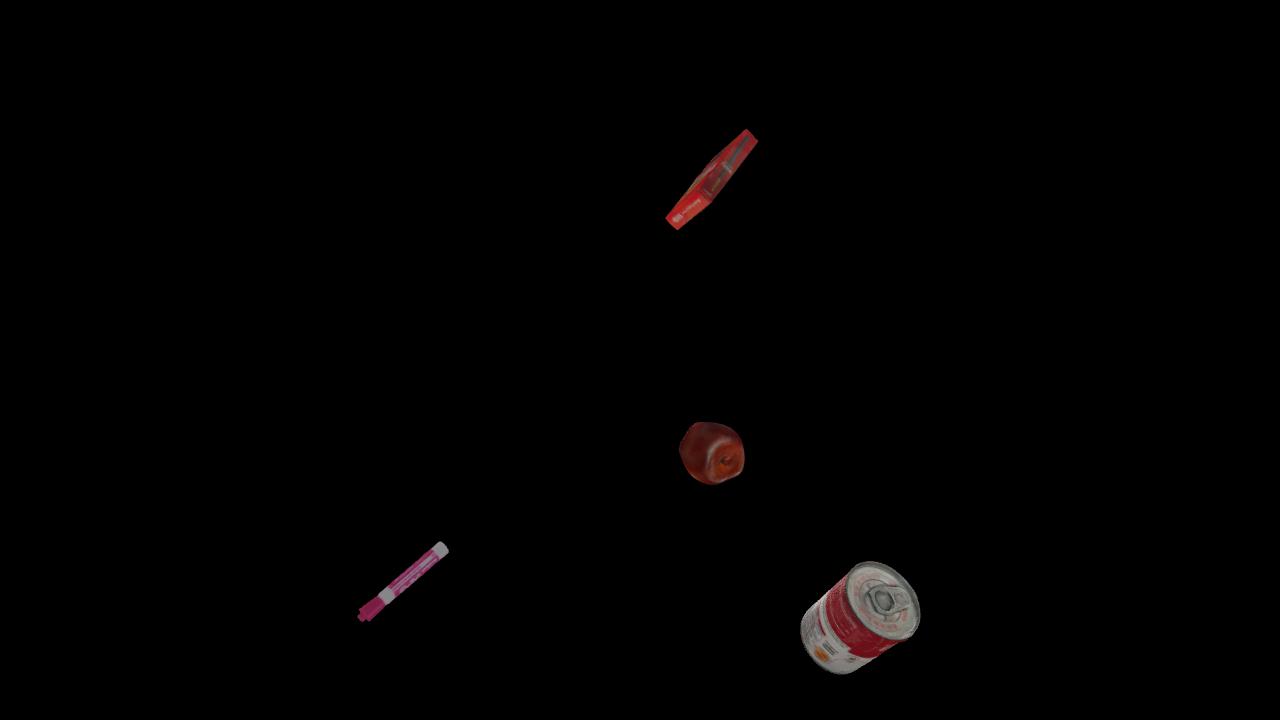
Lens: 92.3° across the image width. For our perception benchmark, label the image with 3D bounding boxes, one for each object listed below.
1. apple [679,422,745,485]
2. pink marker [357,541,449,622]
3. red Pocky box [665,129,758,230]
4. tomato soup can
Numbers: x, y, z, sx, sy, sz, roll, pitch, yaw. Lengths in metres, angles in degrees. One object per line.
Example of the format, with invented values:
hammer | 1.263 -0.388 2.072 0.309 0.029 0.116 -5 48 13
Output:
apple | 0.089 0.115 0.776 0.079 0.079 0.093 0 8 -20
pink marker | -0.282 0.265 0.736 0.020 0.020 0.121 0 29 42
red Pocky box | 0.099 -0.248 0.842 0.028 0.155 0.083 43 -32 -13
tomato soup can | 0.195 0.236 0.557 0.068 0.068 0.101 0 -42 -18
